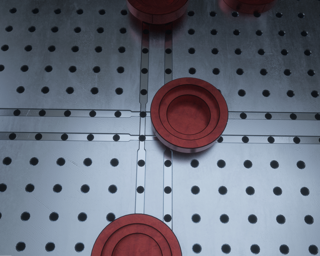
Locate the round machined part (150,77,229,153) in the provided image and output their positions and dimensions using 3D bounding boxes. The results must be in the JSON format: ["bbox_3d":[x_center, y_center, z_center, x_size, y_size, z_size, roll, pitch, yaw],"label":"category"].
[{"bbox_3d":[0.037,-0.014,0.408,0.099,0.042,0.098,0,70,-1],"label":"round machined part"}]

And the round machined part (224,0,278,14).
[{"bbox_3d":[0.147,-0.234,0.490,0.099,0.042,0.098,0,70,-1],"label":"round machined part"}]

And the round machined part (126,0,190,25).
[{"bbox_3d":[-0.004,-0.199,0.475,0.099,0.042,0.098,0,70,-1],"label":"round machined part"}]

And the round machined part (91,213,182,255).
[{"bbox_3d":[-0.025,0.148,0.348,0.099,0.042,0.098,0,70,-1],"label":"round machined part"}]
